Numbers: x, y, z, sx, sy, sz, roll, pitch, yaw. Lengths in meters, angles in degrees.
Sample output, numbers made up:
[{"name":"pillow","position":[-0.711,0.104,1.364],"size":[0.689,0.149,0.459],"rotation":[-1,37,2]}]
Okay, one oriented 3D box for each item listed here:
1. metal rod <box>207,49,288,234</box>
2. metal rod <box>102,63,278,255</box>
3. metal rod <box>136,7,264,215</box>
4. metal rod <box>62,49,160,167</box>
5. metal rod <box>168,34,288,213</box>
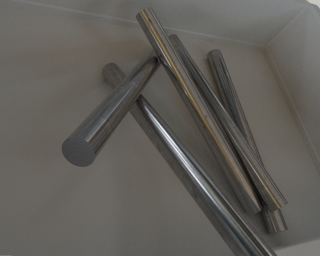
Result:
[{"name":"metal rod","position":[0.124,0.005,0.469],"size":[0.025,0.025,0.299],"rotation":[1,61,-28]},{"name":"metal rod","position":[0.005,0.012,0.322],"size":[0.025,0.025,0.300],"rotation":[-7,41,-32]},{"name":"metal rod","position":[0.052,-0.023,0.410],"size":[0.025,0.025,0.299],"rotation":[-29,89,-37]},{"name":"metal rod","position":[-0.028,-0.051,0.351],"size":[0.025,0.025,0.301],"rotation":[34,29,-6]},{"name":"metal rod","position":[0.084,-0.020,0.447],"size":[0.025,0.025,0.299],"rotation":[-14,64,-34]}]
